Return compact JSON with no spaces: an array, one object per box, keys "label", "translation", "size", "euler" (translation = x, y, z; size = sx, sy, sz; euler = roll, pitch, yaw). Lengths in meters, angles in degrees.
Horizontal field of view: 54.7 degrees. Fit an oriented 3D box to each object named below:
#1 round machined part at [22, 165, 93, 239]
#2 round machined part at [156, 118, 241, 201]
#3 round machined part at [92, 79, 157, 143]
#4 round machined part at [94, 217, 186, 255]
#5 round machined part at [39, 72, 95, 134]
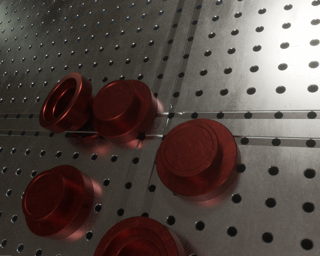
[{"label":"round machined part","translation":[-0.142,0.094,0.412],"size":[0.098,0.042,0.098],"euler":[-13,56,20]},{"label":"round machined part","translation":[0.040,0.031,0.357],"size":[0.098,0.042,0.098],"euler":[-13,56,20]},{"label":"round machined part","translation":[-0.057,-0.031,0.444],"size":[0.098,0.042,0.098],"euler":[-13,56,20]},{"label":"round machined part","translation":[-0.018,0.145,0.317],"size":[0.098,0.042,0.098],"euler":[-13,56,20]},{"label":"round machined part","translation":[-0.138,-0.034,0.479],"size":[0.098,0.042,0.098],"euler":[-24,48,30]}]
